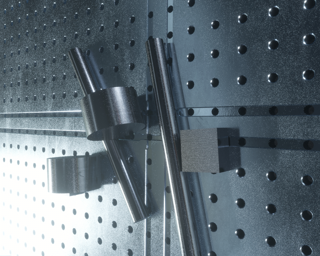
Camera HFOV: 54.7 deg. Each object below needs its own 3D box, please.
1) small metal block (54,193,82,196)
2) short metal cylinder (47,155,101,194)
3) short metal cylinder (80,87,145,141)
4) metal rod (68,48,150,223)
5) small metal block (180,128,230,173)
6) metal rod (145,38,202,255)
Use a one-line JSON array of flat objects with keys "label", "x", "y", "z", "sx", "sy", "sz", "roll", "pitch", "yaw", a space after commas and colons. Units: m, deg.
[{"label": "small metal block", "x": -0.163, "y": 0.090, "z": 0.544, "sx": 0.050, "sy": 0.025, "sz": 0.050, "roll": -2, "pitch": 89, "yaw": 40}, {"label": "short metal cylinder", "x": -0.134, "y": 0.070, "z": 0.484, "sx": 0.080, "sy": 0.081, "sz": 0.050, "roll": -4, "pitch": 88, "yaw": 40}, {"label": "short metal cylinder", "x": -0.065, "y": -0.018, "z": 0.428, "sx": 0.080, "sy": 0.081, "sz": 0.050, "roll": -24, "pitch": 75, "yaw": 37}, {"label": "metal rod", "x": -0.085, "y": -0.001, "z": 0.479, "sx": 0.025, "sy": 0.025, "sz": 0.299, "roll": -38, "pitch": 67, "yaw": 33}, {"label": "small metal block", "x": 0.053, "y": 0.026, "z": 0.366, "sx": 0.050, "sy": 0.025, "sz": 0.050, "roll": -5, "pitch": 87, "yaw": 40}, {"label": "metal rod", "x": 0.017, "y": 0.031, "z": 0.395, "sx": 0.025, "sy": 0.025, "sz": 0.298, "roll": -16, "pitch": 80, "yaw": 39}]
